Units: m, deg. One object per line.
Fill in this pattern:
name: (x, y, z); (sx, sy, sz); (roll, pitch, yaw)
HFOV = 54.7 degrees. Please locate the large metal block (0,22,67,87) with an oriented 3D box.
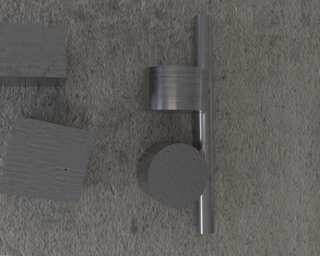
large metal block: (-0.144, -0.073, 0.327); (0.081, 0.080, 0.050); (-2, 91, -20)

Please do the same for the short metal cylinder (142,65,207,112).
short metal cylinder: (0.018, -0.046, 0.387); (0.081, 0.080, 0.050); (1, 90, -20)

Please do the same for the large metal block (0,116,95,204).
large metal block: (-0.126, 0.035, 0.350); (0.081, 0.050, 0.080); (13, 86, -20)

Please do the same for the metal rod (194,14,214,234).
metal rod: (0.062, -0.005, 0.432); (0.025, 0.025, 0.298); (-1, 90, -20)

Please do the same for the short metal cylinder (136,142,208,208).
short metal cylinder: (0.015, 0.058, 0.402); (0.081, 0.050, 0.080); (0, 90, -20)
